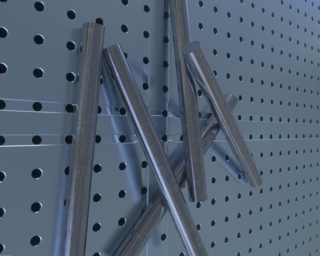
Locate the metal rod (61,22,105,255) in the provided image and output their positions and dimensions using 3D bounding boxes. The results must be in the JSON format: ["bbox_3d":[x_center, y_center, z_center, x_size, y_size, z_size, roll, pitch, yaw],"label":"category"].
[{"bbox_3d":[-0.085,0.035,0.338,0.025,0.025,0.298,7,85,-40],"label":"metal rod"}]

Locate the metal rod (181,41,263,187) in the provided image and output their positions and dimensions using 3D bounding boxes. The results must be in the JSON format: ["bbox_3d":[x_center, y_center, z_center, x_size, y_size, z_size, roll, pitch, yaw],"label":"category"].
[{"bbox_3d":[0.105,-0.001,0.467,0.025,0.025,0.300,-56,133,-25],"label":"metal rod"}]

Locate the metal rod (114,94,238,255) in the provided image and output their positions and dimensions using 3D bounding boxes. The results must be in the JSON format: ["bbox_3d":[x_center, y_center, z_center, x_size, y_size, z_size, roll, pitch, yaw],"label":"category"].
[{"bbox_3d":[0.035,0.058,0.440,0.301,0.025,0.025,-52,121,-27],"label":"metal rod"}]

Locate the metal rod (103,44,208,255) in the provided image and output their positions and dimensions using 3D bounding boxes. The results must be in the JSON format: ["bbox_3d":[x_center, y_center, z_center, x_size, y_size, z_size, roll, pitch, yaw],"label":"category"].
[{"bbox_3d":[-0.002,0.043,0.385,0.025,0.025,0.299,-29,101,-37],"label":"metal rod"}]

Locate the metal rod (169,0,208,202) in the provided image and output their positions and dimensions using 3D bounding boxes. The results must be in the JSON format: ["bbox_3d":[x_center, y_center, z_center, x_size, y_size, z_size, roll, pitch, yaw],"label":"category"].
[{"bbox_3d":[0.037,-0.052,0.423,0.025,0.025,0.298,-3,86,-40],"label":"metal rod"}]
